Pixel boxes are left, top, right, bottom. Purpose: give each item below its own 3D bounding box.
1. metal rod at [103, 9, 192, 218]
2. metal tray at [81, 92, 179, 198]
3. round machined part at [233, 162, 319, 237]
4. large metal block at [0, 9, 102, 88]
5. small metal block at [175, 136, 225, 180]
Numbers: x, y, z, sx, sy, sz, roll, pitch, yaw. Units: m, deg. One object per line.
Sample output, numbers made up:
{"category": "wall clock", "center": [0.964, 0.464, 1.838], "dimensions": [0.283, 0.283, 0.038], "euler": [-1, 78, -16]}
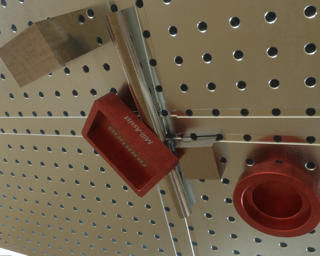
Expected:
{"category": "metal rod", "center": [-0.008, -0.002, 0.412], "dimensions": [0.025, 0.025, 0.298], "euler": [-5, 116, 30]}
{"category": "metal tray", "center": [-0.045, 0.025, 0.422], "dimensions": [0.130, 0.030, 0.089], "euler": [46, 140, 6]}
{"category": "round machined part", "center": [0.142, 0.081, 0.375], "dimensions": [0.098, 0.042, 0.097], "euler": [13, 124, 20]}
{"category": "large metal block", "center": [-0.135, -0.099, 0.384], "dimensions": [0.080, 0.080, 0.050], "euler": [-16, 110, 34]}
{"category": "small metal block", "center": [0.053, 0.040, 0.407], "dimensions": [0.050, 0.025, 0.050], "euler": [-4, 117, 29]}
